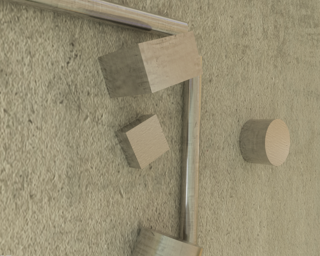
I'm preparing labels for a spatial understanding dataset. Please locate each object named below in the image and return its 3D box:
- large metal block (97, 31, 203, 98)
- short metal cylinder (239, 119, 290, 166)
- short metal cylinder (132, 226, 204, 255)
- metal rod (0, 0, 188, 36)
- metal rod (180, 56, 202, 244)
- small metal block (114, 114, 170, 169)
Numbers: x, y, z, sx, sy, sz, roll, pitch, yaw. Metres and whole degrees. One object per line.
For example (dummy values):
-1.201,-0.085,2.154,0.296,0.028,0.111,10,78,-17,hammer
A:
-0.011,-0.072,0.359,0.081,0.080,0.050,-26,107,-37,large metal block
0.184,0.024,0.542,0.081,0.050,0.080,0,90,-40,short metal cylinder
0.008,0.157,0.376,0.080,0.080,0.050,31,71,-36,short metal cylinder
-0.086,-0.131,0.332,0.302,0.025,0.025,-2,92,-40,metal rod
0.044,0.047,0.441,0.025,0.025,0.298,3,88,-40,metal rod
-0.021,0.016,0.387,0.050,0.025,0.050,-34,111,-35,small metal block
